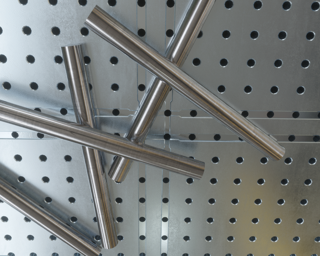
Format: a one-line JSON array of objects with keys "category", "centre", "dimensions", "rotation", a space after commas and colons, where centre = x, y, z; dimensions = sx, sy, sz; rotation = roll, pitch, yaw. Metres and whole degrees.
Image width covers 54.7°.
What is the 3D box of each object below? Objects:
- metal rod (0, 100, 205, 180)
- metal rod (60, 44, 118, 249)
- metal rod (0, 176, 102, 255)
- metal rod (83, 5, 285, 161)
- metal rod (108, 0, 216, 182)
[{"category": "metal rod", "centre": [-0.089, 0.012, 0.388], "dimensions": [0.302, 0.025, 0.025], "rotation": [17, 109, -7]}, {"category": "metal rod", "centre": [-0.092, 0.039, 0.426], "dimensions": [0.025, 0.025, 0.298], "rotation": [-6, 110, 2]}, {"category": "metal rod", "centre": [-0.209, 0.101, 0.447], "dimensions": [0.300, 0.025, 0.025], "rotation": [41, 105, -14]}, {"category": "metal rod", "centre": [0.045, -0.042, 0.376], "dimensions": [0.301, 0.025, 0.025], "rotation": [33, 107, -21]}, {"category": "metal rod", "centre": [0.004, -0.058, 0.392], "dimensions": [0.025, 0.025, 0.298], "rotation": [25, 108, -9]}]
